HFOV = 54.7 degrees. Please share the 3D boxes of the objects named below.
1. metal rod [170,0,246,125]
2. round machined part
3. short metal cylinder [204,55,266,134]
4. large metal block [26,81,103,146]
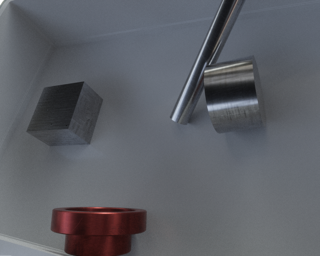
[{"bbox_3d":[0.081,-0.139,0.354,0.025,0.025,0.298,39,114,38],"label":"metal rod"},{"bbox_3d":[-0.064,0.108,0.328,0.098,0.098,0.042,-4,77,26],"label":"round machined part"},{"bbox_3d":[0.086,-0.036,0.347,0.050,0.080,0.080,-9,58,23],"label":"short metal cylinder"},{"bbox_3d":[-0.144,-0.020,0.475,0.080,0.050,0.080,-4,60,26],"label":"large metal block"}]
